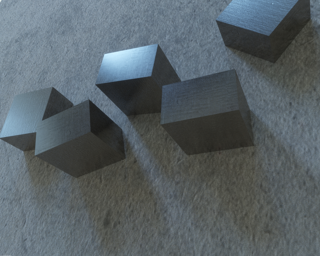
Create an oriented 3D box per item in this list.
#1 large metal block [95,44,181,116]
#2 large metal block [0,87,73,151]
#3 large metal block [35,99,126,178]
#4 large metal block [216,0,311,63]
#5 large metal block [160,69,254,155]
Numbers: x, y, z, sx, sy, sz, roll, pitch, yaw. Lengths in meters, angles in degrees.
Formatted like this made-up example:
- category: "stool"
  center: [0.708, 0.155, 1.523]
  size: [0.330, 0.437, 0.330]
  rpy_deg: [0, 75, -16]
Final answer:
- category: "large metal block"
  center: [-0.026, -0.061, 0.418]
  size: [0.080, 0.080, 0.050]
  rpy_deg: [-4, 60, 26]
- category: "large metal block"
  center: [-0.196, -0.013, 0.496]
  size: [0.080, 0.050, 0.080]
  rpy_deg: [-8, 58, 23]
- category: "large metal block"
  center: [-0.103, 0.018, 0.410]
  size: [0.080, 0.080, 0.050]
  rpy_deg: [-22, 54, 14]
- category: "large metal block"
  center: [0.135, -0.142, 0.404]
  size: [0.080, 0.050, 0.080]
  rpy_deg: [34, 81, 38]
- category: "large metal block"
  center: [0.055, -0.013, 0.347]
  size: [0.080, 0.080, 0.050]
  rpy_deg: [-11, 57, 22]
